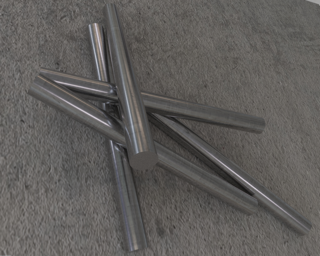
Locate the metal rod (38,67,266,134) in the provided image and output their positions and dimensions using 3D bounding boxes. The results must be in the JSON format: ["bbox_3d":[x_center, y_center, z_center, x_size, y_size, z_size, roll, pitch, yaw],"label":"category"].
[{"bbox_3d":[0.007,-0.028,0.391,0.302,0.025,0.025,10,57,-23],"label":"metal rod"}]

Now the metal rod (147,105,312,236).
[{"bbox_3d":[0.080,0.046,0.418,0.301,0.025,0.025,38,51,-3],"label":"metal rod"}]

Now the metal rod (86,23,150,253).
[{"bbox_3d":[-0.058,-0.007,0.376,0.025,0.025,0.299,0,62,-29],"label":"metal rod"}]

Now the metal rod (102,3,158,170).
[{"bbox_3d":[-0.045,-0.075,0.370,0.025,0.025,0.300,9,41,-24],"label":"metal rod"}]

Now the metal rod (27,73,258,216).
[{"bbox_3d":[-0.004,0.029,0.357,0.301,0.025,0.025,31,51,-19],"label":"metal rod"}]
